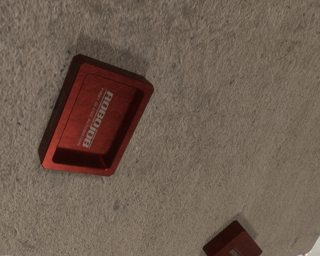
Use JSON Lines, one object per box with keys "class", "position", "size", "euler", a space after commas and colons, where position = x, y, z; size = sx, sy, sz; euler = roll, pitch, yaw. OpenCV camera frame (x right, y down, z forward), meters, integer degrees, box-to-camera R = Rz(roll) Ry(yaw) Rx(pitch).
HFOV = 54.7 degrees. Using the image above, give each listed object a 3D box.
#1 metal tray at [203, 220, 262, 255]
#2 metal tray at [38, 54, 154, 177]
{"class": "metal tray", "position": [0.156, 0.257, 0.651], "size": [0.090, 0.030, 0.130], "euler": [-40, 130, -1]}
{"class": "metal tray", "position": [-0.074, -0.009, 0.358], "size": [0.091, 0.030, 0.129], "euler": [15, 111, -35]}
